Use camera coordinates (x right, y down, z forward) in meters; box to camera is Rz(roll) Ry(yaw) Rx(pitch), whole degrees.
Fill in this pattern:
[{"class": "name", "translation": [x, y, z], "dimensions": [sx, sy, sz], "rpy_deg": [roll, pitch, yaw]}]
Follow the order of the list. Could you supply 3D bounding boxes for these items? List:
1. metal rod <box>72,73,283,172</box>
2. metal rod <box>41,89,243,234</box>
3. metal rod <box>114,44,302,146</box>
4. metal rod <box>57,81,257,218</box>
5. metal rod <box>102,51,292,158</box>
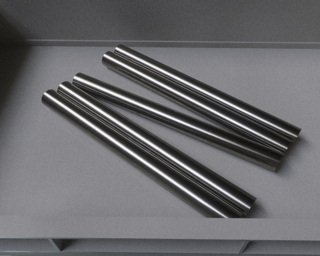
[{"class": "metal rod", "translation": [0.010, -0.015, 0.416], "dimensions": [0.301, 0.025, 0.025], "rpy_deg": [23, 54, 18]}, {"class": "metal rod", "translation": [-0.039, 0.028, 0.380], "dimensions": [0.300, 0.025, 0.025], "rpy_deg": [31, 57, 23]}, {"class": "metal rod", "translation": [0.054, -0.057, 0.451], "dimensions": [0.300, 0.025, 0.025], "rpy_deg": [30, 56, 22]}, {"class": "metal rod", "translation": [-0.021, 0.015, 0.391], "dimensions": [0.300, 0.025, 0.025], "rpy_deg": [31, 57, 23]}, {"class": "metal rod", "translation": [0.036, -0.042, 0.439], "dimensions": [0.300, 0.025, 0.025], "rpy_deg": [30, 56, 22]}]
